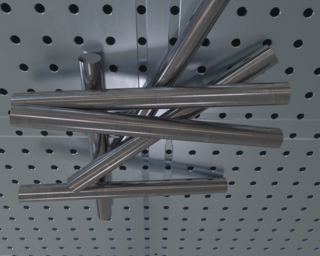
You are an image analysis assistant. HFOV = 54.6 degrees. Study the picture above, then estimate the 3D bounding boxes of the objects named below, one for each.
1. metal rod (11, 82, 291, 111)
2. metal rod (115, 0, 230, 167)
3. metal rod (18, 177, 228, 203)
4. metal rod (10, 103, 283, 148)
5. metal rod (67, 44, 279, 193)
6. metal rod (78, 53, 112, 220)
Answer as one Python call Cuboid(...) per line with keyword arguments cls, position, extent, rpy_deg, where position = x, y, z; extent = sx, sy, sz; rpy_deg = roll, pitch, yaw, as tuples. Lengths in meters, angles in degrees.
Cuboid(cls="metal rod", position=(-0.014, -0.033, 0.344), extent=(0.301, 0.025, 0.025), rpy_deg=(-2, 130, 5))
Cuboid(cls="metal rod", position=(0.006, -0.055, 0.364), extent=(0.025, 0.025, 0.298), rpy_deg=(22, 127, -18))
Cuboid(cls="metal rod", position=(-0.046, 0.091, 0.461), extent=(0.302, 0.025, 0.025), rpy_deg=(0, 131, -11))
Cuboid(cls="metal rod", position=(-0.006, -0.001, 0.351), extent=(0.302, 0.025, 0.025), rpy_deg=(5, 130, -9))
Cuboid(cls="metal rod", position=(0.004, -0.003, 0.382), extent=(0.300, 0.025, 0.025), rpy_deg=(-34, 123, 15))
Cuboid(cls="metal rod", position=(-0.087, 0.036, 0.440), extent=(0.025, 0.025, 0.298), rpy_deg=(2, 130, -2))
